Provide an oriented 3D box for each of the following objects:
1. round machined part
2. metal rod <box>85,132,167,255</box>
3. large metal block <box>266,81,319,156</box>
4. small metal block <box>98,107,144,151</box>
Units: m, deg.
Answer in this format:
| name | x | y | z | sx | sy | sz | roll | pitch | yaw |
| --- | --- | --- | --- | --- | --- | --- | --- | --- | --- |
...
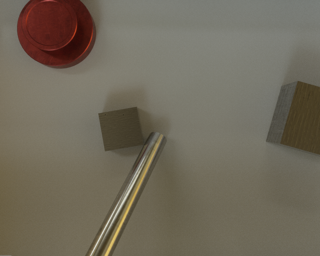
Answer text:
| name | x | y | z | sx | sy | sz | roll | pitch | yaw |
| --- | --- | --- | --- | --- | --- | --- | --- | --- | --- |
| round machined part | -0.136 | -0.129 | 0.401 | 0.099 | 0.042 | 0.097 | 0 | 90 | -1 |
| metal rod | -0.059 | 0.124 | 0.330 | 0.025 | 0.025 | 0.301 | 27 | 56 | 0 |
| large metal block | 0.195 | -0.009 | 0.402 | 0.080 | 0.050 | 0.080 | 16 | 90 | -1 |
| small metal block | -0.050 | 0.001 | 0.411 | 0.050 | 0.025 | 0.050 | -10 | 90 | -1 |
